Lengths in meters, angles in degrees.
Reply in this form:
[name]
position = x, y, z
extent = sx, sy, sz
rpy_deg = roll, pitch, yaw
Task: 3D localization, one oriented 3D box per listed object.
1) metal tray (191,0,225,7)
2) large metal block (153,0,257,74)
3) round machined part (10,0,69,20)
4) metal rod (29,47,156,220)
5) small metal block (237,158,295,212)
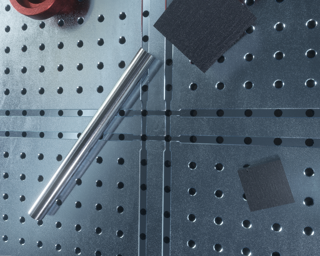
[metal tray]
position = 0.069, -0.226, 0.385
extent = 0.090, 0.030, 0.129
rpy_deg = -8, 87, 19
[large metal block]
position = 0.053, -0.124, 0.360
extent = 0.080, 0.050, 0.080
rpy_deg = 42, 116, -3
[round machined part]
position = -0.174, -0.210, 0.463
extent = 0.098, 0.042, 0.097
rpy_deg = 0, 90, 19
[metal rod]
position = -0.103, 0.016, 0.447
extent = 0.025, 0.025, 0.299
rpy_deg = 40, 102, 15
[small metal block]
position = 0.126, 0.067, 0.368
extent = 0.050, 0.025, 0.050
rpy_deg = -19, 84, 18
